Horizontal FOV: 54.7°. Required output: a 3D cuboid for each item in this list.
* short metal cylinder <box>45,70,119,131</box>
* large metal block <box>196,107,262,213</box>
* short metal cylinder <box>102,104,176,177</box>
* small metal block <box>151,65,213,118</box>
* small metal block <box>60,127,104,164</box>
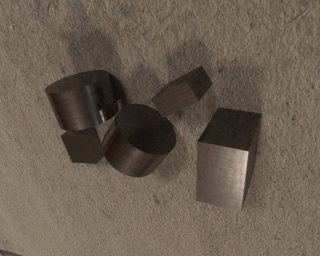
[{"bbox_3d":[-0.099,-0.037,0.398,0.080,0.080,0.050,1,119,27],"label":"short metal cylinder"},{"bbox_3d":[0.078,0.033,0.350,0.050,0.080,0.079,11,123,22],"label":"large metal block"},{"bbox_3d":[-0.027,0.015,0.393,0.080,0.080,0.050,38,129,2],"label":"short metal cylinder"},{"bbox_3d":[0.025,-0.041,0.351,0.050,0.050,0.025,-24,106,36],"label":"small metal block"},{"bbox_3d":[-0.120,0.027,0.485,0.050,0.025,0.050,-2,118,28],"label":"small metal block"}]
